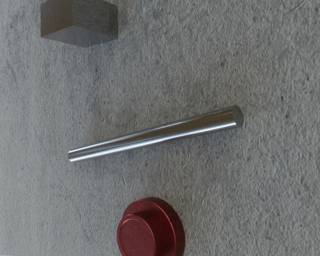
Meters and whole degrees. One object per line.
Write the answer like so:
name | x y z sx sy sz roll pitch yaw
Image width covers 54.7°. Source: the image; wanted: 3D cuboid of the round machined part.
round machined part | -0.019 0.143 0.407 0.098 0.042 0.097 0 90 39

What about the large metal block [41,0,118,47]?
large metal block | -0.121 -0.160 0.466 0.080 0.081 0.050 -1 90 39

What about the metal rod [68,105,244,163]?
metal rod | -0.029 0.017 0.426 0.300 0.025 0.025 -15 81 38
